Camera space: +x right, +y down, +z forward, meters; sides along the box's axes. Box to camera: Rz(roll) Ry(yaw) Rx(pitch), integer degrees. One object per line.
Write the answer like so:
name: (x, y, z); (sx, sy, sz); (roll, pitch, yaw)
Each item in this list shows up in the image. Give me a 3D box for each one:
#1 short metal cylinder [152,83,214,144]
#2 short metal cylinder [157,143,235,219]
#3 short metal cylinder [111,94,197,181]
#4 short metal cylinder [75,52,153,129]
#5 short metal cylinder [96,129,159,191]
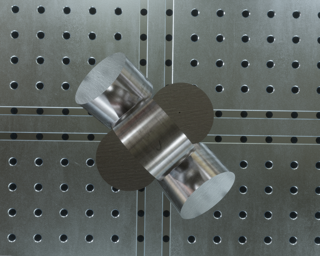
short metal cylinder: (0.025, -0.016, 0.400); (0.081, 0.050, 0.079); (0, 90, -1)
short metal cylinder: (0.044, 0.065, 0.379); (0.080, 0.080, 0.050); (-41, 55, 0)
short metal cylinder: (-0.006, 0.010, 0.334); (0.050, 0.080, 0.080); (-41, 91, 0)
short metal cylinder: (-0.056, -0.045, 0.378); (0.080, 0.080, 0.050); (-46, 125, 0)
short metal cylinder: (-0.037, 0.037, 0.400); (0.081, 0.050, 0.079); (0, 90, -1)
